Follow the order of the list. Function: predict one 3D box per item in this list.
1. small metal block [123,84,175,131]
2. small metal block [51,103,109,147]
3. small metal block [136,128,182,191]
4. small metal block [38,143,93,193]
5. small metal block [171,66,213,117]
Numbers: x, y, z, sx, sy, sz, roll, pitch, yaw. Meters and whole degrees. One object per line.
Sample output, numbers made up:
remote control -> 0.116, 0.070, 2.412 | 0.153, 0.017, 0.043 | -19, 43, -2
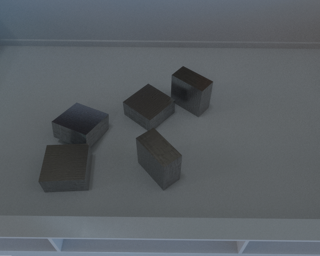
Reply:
small metal block -> -0.015, -0.029, 0.429 | 0.050, 0.025, 0.050 | 35, 58, 25
small metal block -> -0.101, -0.003, 0.400 | 0.050, 0.025, 0.050 | 20, 40, 16
small metal block -> -0.002, 0.036, 0.358 | 0.025, 0.050, 0.050 | -32, 57, -24
small metal block -> -0.109, 0.047, 0.365 | 0.050, 0.025, 0.050 | -2, 50, -2
small metal block -> 0.043, -0.050, 0.431 | 0.050, 0.050, 0.025 | 33, 58, 24
